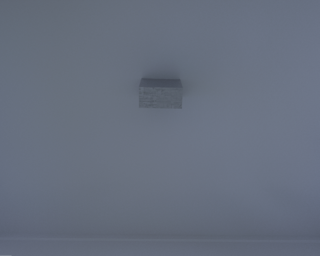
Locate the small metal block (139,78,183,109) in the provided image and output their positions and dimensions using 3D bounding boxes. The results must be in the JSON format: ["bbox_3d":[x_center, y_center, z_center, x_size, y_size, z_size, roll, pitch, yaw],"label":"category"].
[{"bbox_3d":[0.001,-0.043,0.382,0.050,0.050,0.025,1,110,-1],"label":"small metal block"}]
